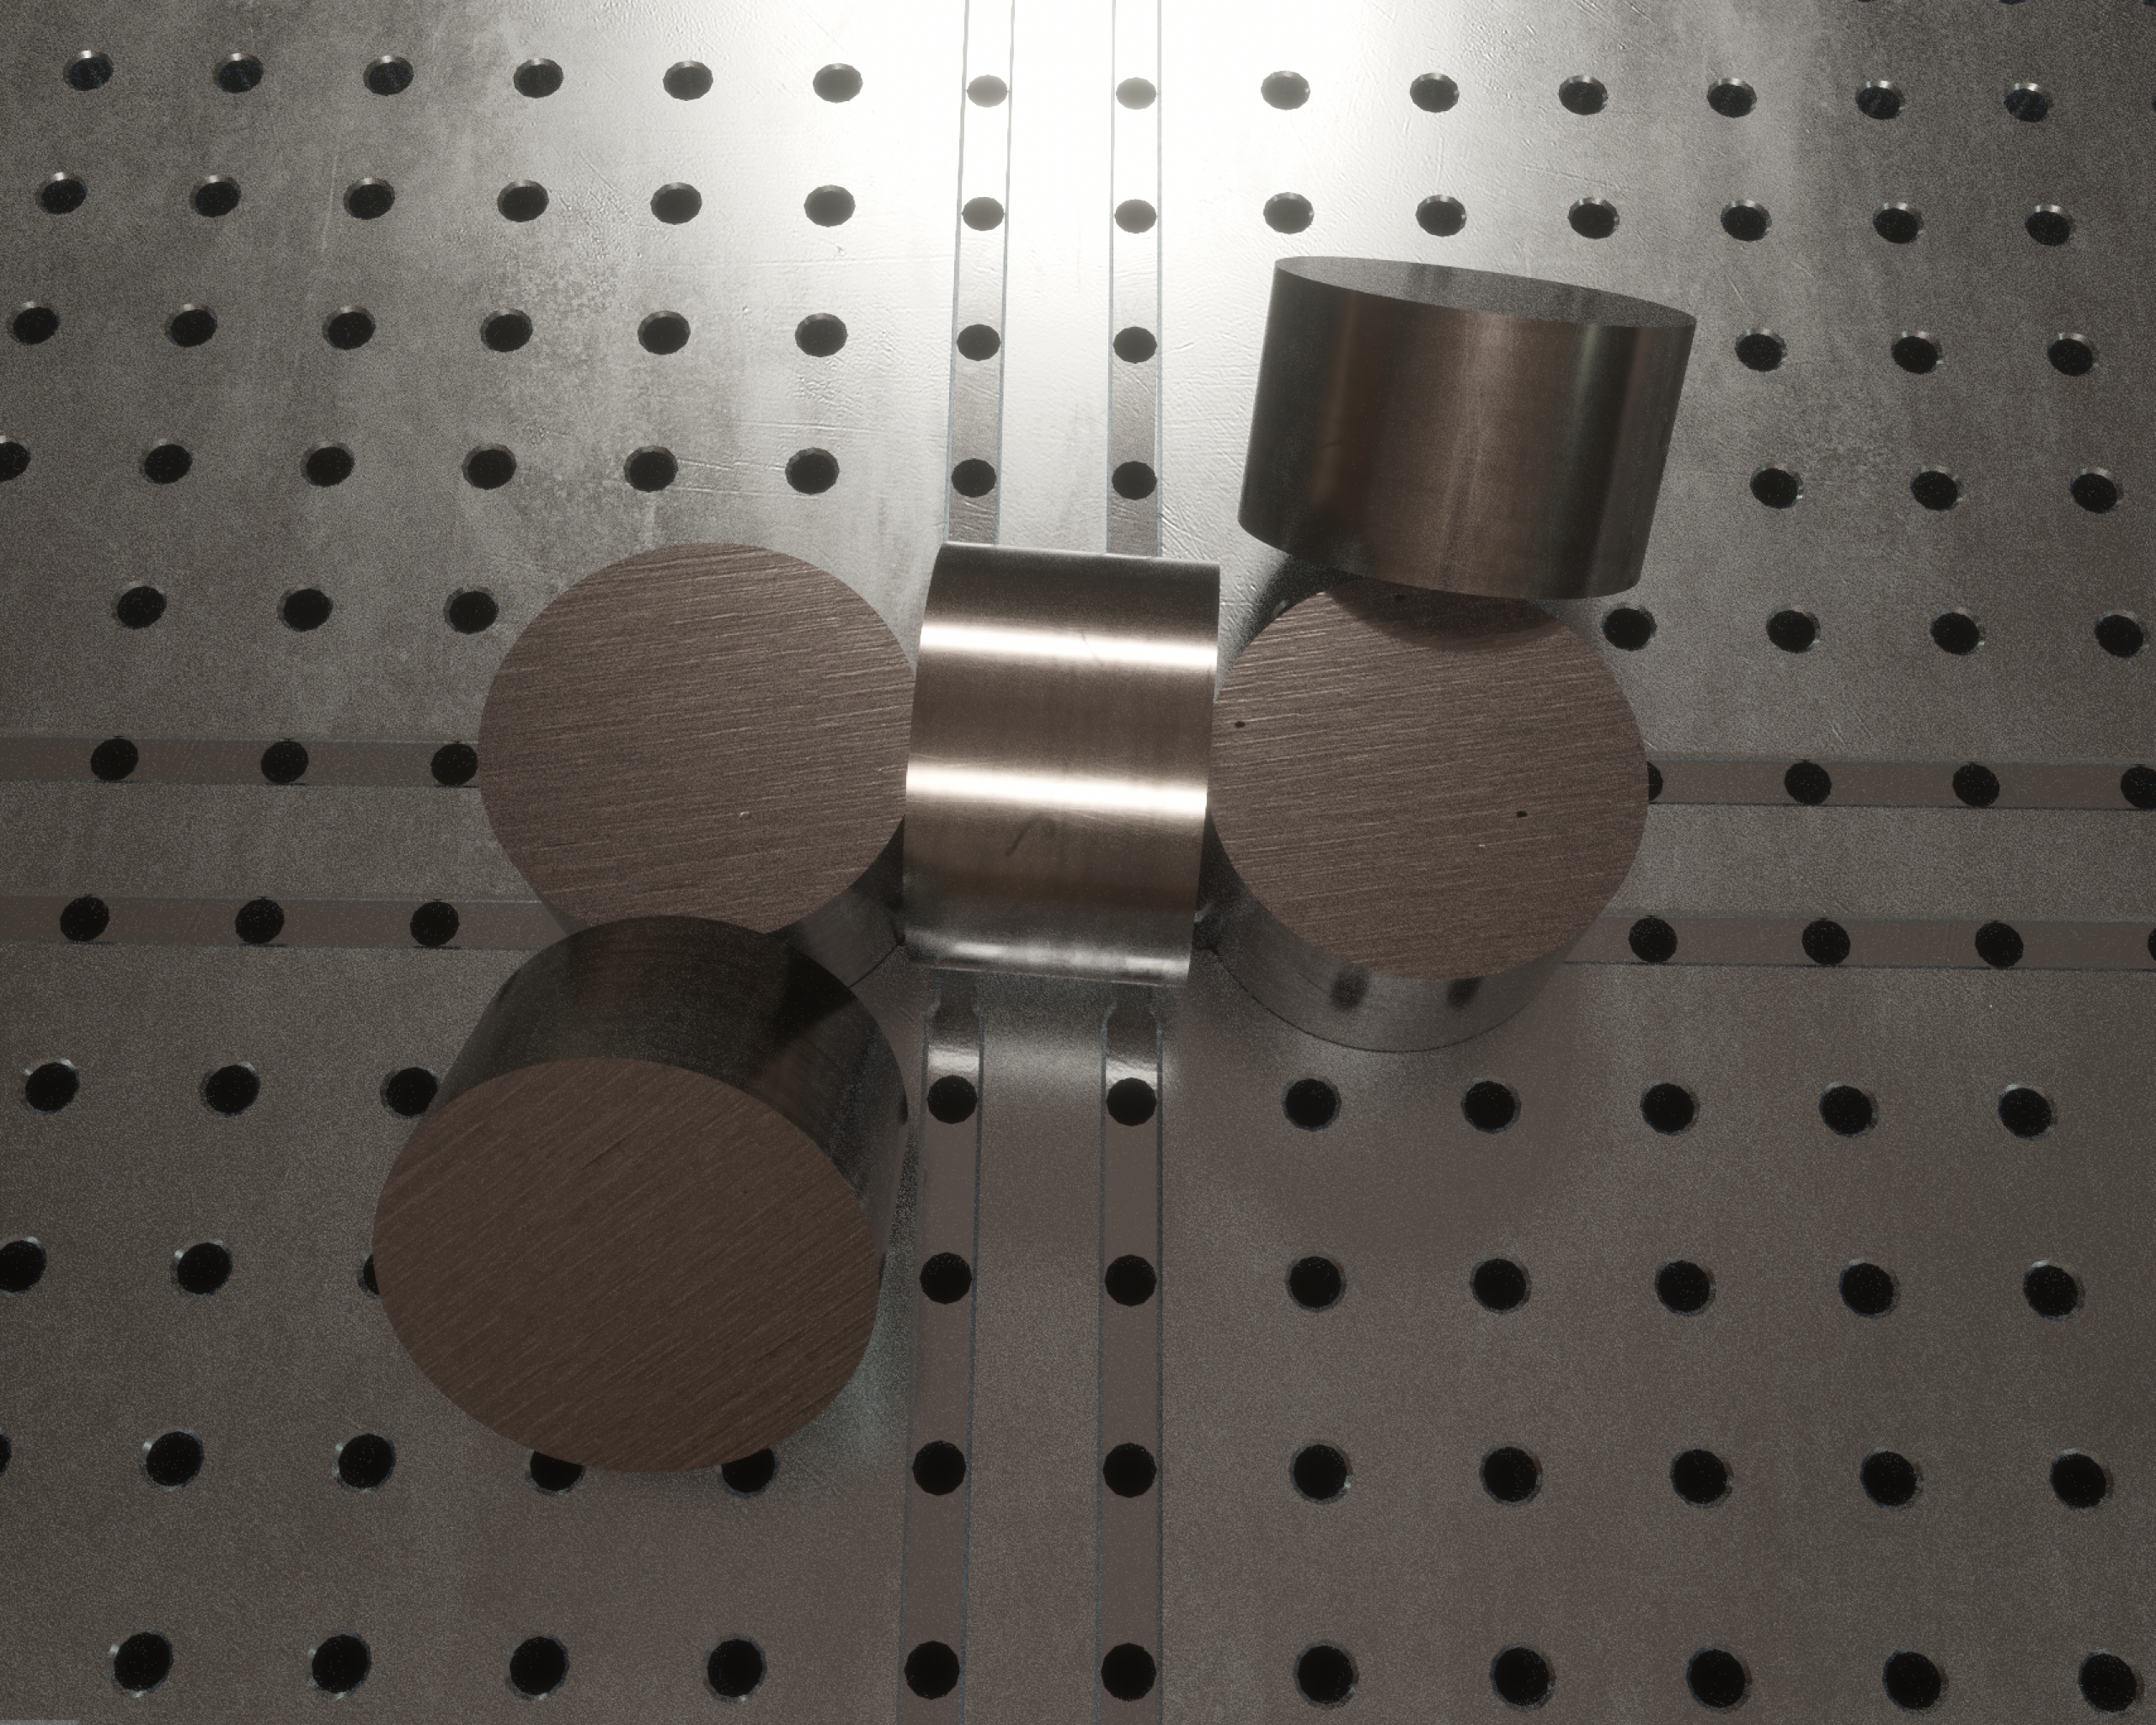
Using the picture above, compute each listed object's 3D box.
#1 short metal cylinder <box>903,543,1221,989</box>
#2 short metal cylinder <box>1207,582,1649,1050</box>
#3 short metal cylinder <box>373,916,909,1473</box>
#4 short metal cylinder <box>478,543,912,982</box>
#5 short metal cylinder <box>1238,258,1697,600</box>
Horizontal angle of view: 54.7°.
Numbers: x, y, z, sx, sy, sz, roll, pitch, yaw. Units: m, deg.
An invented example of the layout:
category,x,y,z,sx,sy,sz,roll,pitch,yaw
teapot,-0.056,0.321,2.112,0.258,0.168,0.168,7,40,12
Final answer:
category,x,y,z,sx,sy,sz,roll,pitch,yaw
short metal cylinder,-0.002,-0.018,0.389,0.050,0.080,0.080,5,70,1
short metal cylinder,0.063,-0.009,0.402,0.081,0.050,0.080,0,70,0
short metal cylinder,-0.071,0.056,0.355,0.081,0.050,0.079,0,114,1
short metal cylinder,-0.069,-0.014,0.402,0.081,0.050,0.080,0,70,0
short metal cylinder,0.075,-0.087,0.408,0.080,0.080,0.050,8,112,2
